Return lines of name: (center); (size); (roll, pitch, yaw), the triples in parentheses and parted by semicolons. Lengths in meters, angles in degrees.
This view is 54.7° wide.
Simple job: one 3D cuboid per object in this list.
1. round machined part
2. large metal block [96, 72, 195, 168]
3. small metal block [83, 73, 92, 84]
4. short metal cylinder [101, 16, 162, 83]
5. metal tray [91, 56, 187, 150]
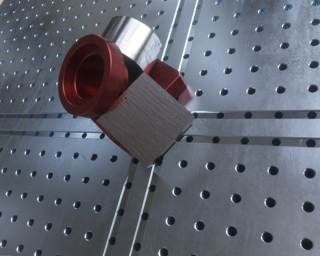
round machined part: (-0.077, -0.060, 0.377); (0.098, 0.042, 0.097); (-8, 77, 38)
large metal block: (-0.016, -0.007, 0.380); (0.080, 0.050, 0.080); (42, 85, 8)
small metal block: (-0.098, -0.050, 0.432); (0.025, 0.050, 0.050); (21, 73, 35)
short metal cylinder: (-0.044, -0.104, 0.419); (0.080, 0.080, 0.050); (14, 69, 33)
metal tray: (-0.036, -0.042, 0.449); (0.130, 0.030, 0.090); (-47, 52, -5)
